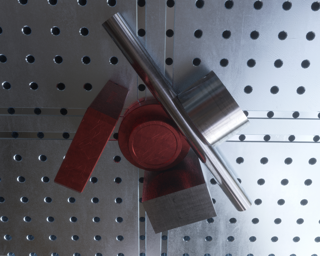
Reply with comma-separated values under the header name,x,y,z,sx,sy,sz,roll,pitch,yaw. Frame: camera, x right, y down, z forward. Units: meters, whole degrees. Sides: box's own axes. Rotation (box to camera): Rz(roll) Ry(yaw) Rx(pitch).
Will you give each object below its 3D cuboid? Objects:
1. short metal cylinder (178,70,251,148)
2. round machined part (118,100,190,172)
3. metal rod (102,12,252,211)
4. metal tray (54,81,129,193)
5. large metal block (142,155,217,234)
name,x,y,z,sx,sy,sz,roll,pitch,yaw
short metal cylinder,0.065,-0.023,0.375,0.050,0.080,0.080,-35,107,12
round machined part,-0.007,0.015,0.409,0.099,0.042,0.097,0,110,-1
metal rod,0.031,-0.008,0.388,0.025,0.025,0.299,-34,107,11
metal tray,-0.074,0.003,0.358,0.030,0.130,0.089,26,108,-9
large metal block,0.024,0.086,0.416,0.080,0.080,0.050,-18,109,6
